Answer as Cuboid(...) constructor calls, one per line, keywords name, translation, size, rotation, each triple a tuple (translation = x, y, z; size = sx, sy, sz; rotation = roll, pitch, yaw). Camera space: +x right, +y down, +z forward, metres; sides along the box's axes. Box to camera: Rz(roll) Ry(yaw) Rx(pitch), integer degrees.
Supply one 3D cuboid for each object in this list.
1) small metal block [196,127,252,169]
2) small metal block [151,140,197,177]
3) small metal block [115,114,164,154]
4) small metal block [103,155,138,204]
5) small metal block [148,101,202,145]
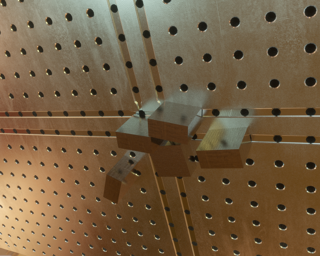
Cuboid(name="small metal block", translation=(0.077, 0.023, 0.368), size=(0.050, 0.050, 0.025), rotation=(-5, 116, 30))
Cuboid(name="small metal block", translation=(0.017, 0.039, 0.425), size=(0.050, 0.025, 0.050), rotation=(-6, 116, 30))
Cuboid(name="small metal block", translation=(-0.023, 0.007, 0.410), size=(0.050, 0.050, 0.025), rotation=(8, 122, 23))
Cuboid(name="small metal block", translation=(-0.060, 0.079, 0.473), size=(0.025, 0.050, 0.050), rotation=(24, 127, 13))
Cuboid(name="small metal block", translation=(0.019, -0.008, 0.379), size=(0.050, 0.050, 0.025), rotation=(12, 123, 21))
